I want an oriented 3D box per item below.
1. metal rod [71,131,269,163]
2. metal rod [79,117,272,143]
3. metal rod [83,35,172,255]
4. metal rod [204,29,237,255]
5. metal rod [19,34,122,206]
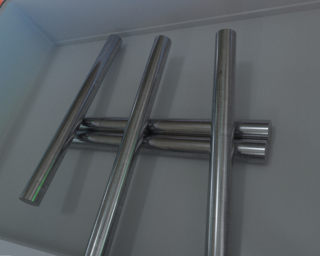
[{"bbox_3d":[-0.018,0.020,0.400,0.300,0.025,0.025,2,63,28],"label":"metal rod"},{"bbox_3d":[-0.012,-0.001,0.410,0.300,0.025,0.025,2,63,28],"label":"metal rod"},{"bbox_3d":[-0.032,0.007,0.383,0.025,0.025,0.300,2,62,28],"label":"metal rod"},{"bbox_3d":[0.064,0.028,0.323,0.025,0.025,0.299,-4,68,26],"label":"metal rod"},{"bbox_3d":[-0.117,-0.031,0.452,0.025,0.025,0.300,-1,53,27],"label":"metal rod"}]
